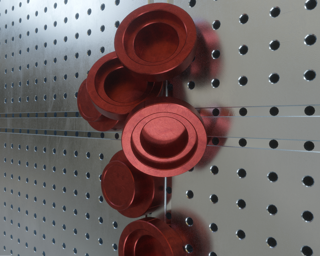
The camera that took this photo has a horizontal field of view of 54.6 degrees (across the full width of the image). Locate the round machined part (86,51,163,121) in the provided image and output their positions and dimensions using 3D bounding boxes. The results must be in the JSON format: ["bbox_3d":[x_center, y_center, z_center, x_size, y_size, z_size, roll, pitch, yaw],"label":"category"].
[{"bbox_3d":[-0.044,-0.053,0.414,0.099,0.042,0.098,0,66,1],"label":"round machined part"}]

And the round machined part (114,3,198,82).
[{"bbox_3d":[-0.003,-0.101,0.382,0.098,0.042,0.098,-3,72,9],"label":"round machined part"}]

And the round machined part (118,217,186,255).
[{"bbox_3d":[-0.006,0.165,0.404,0.098,0.042,0.097,0,90,40],"label":"round machined part"}]

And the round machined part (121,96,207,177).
[{"bbox_3d":[0.005,0.007,0.372,0.097,0.098,0.042,-59,14,23],"label":"round machined part"}]

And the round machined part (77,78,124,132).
[{"bbox_3d":[-0.089,-0.043,0.474,0.098,0.042,0.097,0,90,40],"label":"round machined part"}]

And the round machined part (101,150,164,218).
[{"bbox_3d":[-0.045,0.078,0.437,0.098,0.042,0.097,0,90,40],"label":"round machined part"}]
